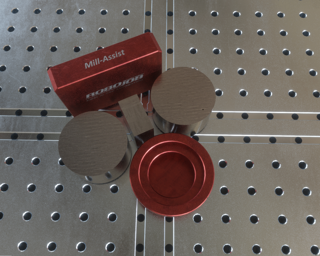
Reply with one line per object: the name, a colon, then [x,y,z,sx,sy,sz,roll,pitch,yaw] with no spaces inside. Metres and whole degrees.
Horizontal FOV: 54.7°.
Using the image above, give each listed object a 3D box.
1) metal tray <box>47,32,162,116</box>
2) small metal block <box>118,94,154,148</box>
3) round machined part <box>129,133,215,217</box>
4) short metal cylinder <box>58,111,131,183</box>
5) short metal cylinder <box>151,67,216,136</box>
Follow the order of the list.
metal tray: [-0.063,-0.064,0.395,0.131,0.090,0.030,-22,72,-8]
small metal block: [-0.029,-0.008,0.396,0.025,0.050,0.050,-24,72,-8]
round machined part: [0.014,0.058,0.377,0.099,0.042,0.098,0,70,0]
short metal cylinder: [-0.078,0.025,0.385,0.081,0.050,0.080,0,70,0]
short metal cylinder: [0.029,-0.033,0.407,0.081,0.050,0.080,0,70,0]
